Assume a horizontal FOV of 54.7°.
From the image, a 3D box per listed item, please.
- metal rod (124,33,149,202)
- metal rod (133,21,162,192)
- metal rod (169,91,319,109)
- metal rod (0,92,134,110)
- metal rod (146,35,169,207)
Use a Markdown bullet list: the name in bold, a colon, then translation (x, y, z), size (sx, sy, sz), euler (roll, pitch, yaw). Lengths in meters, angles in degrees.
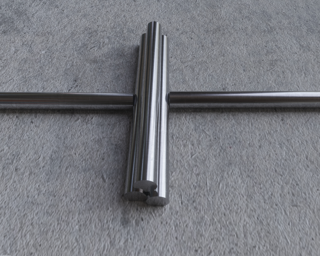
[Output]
- **metal rod**: translation (-0.024, -0.039, 0.438), size (0.025, 0.025, 0.300), euler (1, 50, 0)
- **metal rod**: translation (-0.013, -0.053, 0.423), size (0.025, 0.025, 0.300), euler (1, 50, 0)
- **metal rod**: translation (0.164, -0.040, 0.440), size (0.302, 0.025, 0.025), euler (0, 50, -1)
- **metal rod**: translation (-0.188, -0.038, 0.434), size (0.302, 0.025, 0.025), euler (0, 50, 0)
- **metal rod**: translation (0.000, -0.034, 0.434), size (0.025, 0.025, 0.300), euler (1, 50, 0)
